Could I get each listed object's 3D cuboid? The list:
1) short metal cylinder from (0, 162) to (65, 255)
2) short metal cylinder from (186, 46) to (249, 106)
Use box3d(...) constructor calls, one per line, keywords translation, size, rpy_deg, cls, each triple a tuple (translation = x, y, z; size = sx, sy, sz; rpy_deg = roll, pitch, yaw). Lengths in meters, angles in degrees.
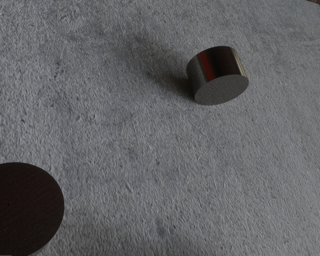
box3d(translation=(-0.130, 0.076, 0.271), size=(0.081, 0.050, 0.080), rpy_deg=(14, 56, -21), cls="short metal cylinder")
box3d(translation=(0.084, -0.075, 0.459), size=(0.081, 0.080, 0.050), rpy_deg=(0, 62, -28), cls="short metal cylinder")
